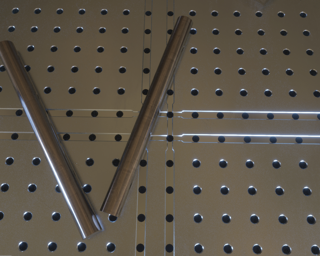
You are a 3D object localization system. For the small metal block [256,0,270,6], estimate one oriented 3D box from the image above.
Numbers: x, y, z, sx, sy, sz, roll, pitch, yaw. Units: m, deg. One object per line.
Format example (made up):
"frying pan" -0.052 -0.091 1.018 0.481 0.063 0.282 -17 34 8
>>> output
"small metal block" 0.166 -0.234 0.498 0.050 0.025 0.050 42 75 14

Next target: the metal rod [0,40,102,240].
"metal rod" -0.153 0.003 0.409 0.025 0.025 0.299 -28 73 -10

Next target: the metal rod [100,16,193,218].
"metal rod" -0.011 -0.029 0.421 0.025 0.025 0.300 18 71 6
